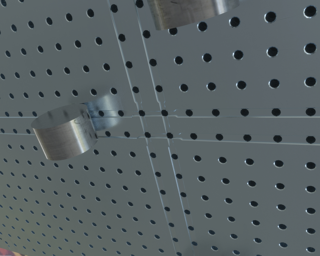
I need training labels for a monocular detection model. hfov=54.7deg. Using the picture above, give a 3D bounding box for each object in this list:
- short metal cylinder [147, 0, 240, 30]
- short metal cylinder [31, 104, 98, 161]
[{"bbox_3d":[0.027,-0.127,0.282,0.080,0.080,0.050,-4,116,30],"label":"short metal cylinder"},{"bbox_3d":[-0.136,0.004,0.448,0.080,0.080,0.050,0,118,28],"label":"short metal cylinder"}]
